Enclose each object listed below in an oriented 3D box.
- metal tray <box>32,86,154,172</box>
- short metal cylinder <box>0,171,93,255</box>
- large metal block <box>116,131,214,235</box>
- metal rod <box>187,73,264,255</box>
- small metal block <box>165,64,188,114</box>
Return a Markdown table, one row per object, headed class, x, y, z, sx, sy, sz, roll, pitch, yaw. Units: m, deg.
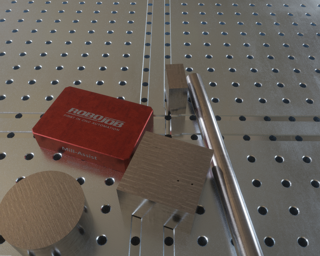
| class | x | y | z | sx | sy | sz | roll | pitch | yaw |
| --- | --- | --- | --- | --- | --- | --- | --- | --- | --- |
| metal tray | -0.084 | -0.002 | 0.405 | 0.131 | 0.030 | 0.090 | 15 | 51 | 12 |
| short metal cylinder | -0.113 | 0.091 | 0.314 | 0.081 | 0.050 | 0.080 | 0 | 50 | 0 |
| large metal block | 0.008 | 0.058 | 0.343 | 0.080 | 0.050 | 0.080 | 16 | 52 | 12 |
| metal rod | 0.072 | 0.040 | 0.374 | 0.025 | 0.025 | 0.300 | -6 | 50 | -6 |
| small metal block | 0.022 | -0.055 | 0.438 | 0.025 | 0.050 | 0.050 | -4 | 50 | -3 |
